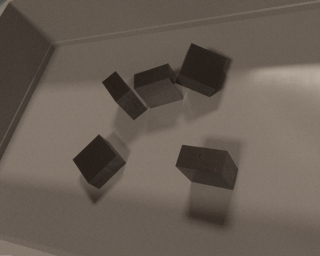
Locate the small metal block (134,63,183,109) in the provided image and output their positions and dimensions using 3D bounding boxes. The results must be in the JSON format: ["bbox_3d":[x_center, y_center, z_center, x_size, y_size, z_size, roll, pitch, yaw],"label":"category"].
[{"bbox_3d":[-0.001,-0.056,0.423,0.050,0.050,0.025,-15,56,20],"label":"small metal block"}]

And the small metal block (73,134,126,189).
[{"bbox_3d":[-0.082,0.045,0.420,0.050,0.025,0.050,-44,51,-3],"label":"small metal block"}]

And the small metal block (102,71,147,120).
[{"bbox_3d":[-0.050,-0.046,0.443,0.025,0.050,0.050,-39,51,2],"label":"small metal block"}]

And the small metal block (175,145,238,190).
[{"bbox_3d":[0.052,0.043,0.335,0.050,0.050,0.025,6,65,30],"label":"small metal block"}]

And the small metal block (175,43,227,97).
[{"bbox_3d":[0.054,-0.076,0.407,0.050,0.025,0.050,22,69,-3],"label":"small metal block"}]
